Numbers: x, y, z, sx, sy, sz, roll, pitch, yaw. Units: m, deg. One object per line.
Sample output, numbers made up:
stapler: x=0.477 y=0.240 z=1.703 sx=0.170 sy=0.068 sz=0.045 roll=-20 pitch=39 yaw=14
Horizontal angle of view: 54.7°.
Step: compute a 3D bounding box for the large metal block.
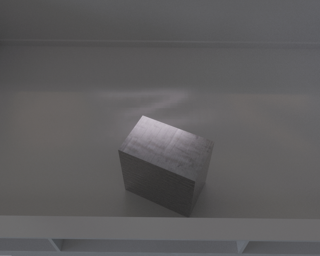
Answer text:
large metal block: x=0.007 y=0.043 z=0.333 sx=0.080 sy=0.080 sz=0.050 roll=21 pitch=53 yaw=16
